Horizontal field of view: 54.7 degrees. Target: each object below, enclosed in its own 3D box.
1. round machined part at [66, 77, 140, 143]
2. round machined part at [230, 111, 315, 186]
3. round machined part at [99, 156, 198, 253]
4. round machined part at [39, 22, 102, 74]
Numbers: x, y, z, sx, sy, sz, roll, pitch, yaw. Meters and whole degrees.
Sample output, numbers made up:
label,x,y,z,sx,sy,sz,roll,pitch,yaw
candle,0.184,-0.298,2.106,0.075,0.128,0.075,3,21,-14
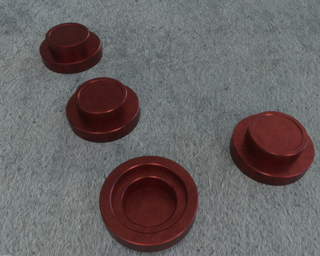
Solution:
label,x,y,z,sx,sy,sz,roll,pitch,yaw
round machined part,-0.077,-0.031,0.418,0.099,0.042,0.098,0,50,0
round machined part,0.138,0.017,0.378,0.099,0.042,0.098,0,50,0
round machined part,-0.011,0.081,0.324,0.099,0.042,0.098,0,50,0
round machined part,-0.146,-0.136,0.505,0.099,0.042,0.098,0,50,0
